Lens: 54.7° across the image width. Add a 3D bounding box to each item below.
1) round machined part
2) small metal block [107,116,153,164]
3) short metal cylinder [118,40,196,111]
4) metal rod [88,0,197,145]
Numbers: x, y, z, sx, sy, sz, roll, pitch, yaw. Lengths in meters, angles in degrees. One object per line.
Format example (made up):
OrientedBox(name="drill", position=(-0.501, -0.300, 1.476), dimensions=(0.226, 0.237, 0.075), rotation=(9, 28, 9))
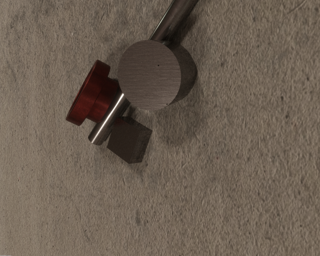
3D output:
OrientedBox(name="round machined part", position=(-0.094, -0.046, 0.448), dimensions=(0.097, 0.042, 0.098), rotation=(-52, 21, 30))
OrientedBox(name="small metal block", position=(-0.044, 0.016, 0.439), dimensions=(0.050, 0.025, 0.050), rotation=(30, 109, 35))
OrientedBox(name="short metal cylinder", position=(-0.003, -0.065, 0.374), dimensions=(0.080, 0.050, 0.079), rotation=(7, 106, 24))
OrientedBox(name="metal rod", position=(-0.020, -0.088, 0.419), dimensions=(0.025, 0.025, 0.298), rotation=(52, 120, 27))
